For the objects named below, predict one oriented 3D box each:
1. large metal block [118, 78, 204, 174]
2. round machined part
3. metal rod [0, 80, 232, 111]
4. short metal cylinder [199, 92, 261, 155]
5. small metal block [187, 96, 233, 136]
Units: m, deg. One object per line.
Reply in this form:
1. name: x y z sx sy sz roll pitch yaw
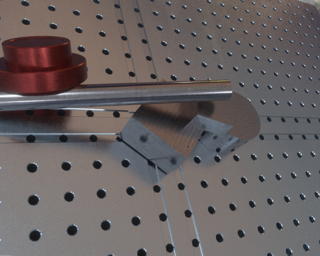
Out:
1. large metal block: 0.007 -0.003 0.396 0.080 0.050 0.080 38 51 -3
2. round machined part: -0.131 -0.074 0.338 0.099 0.042 0.098 1 26 0
3. metal rod: -0.067 -0.036 0.339 0.302 0.025 0.025 -4 62 -11
4. short metal cylinder: 0.097 -0.008 0.451 0.081 0.050 0.080 14 56 -21
5. small metal block: 0.063 -0.024 0.391 0.050 0.025 0.050 17 55 -19
